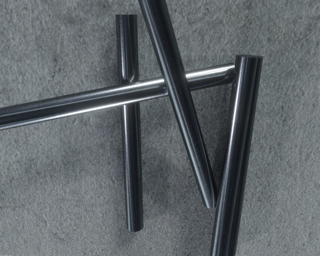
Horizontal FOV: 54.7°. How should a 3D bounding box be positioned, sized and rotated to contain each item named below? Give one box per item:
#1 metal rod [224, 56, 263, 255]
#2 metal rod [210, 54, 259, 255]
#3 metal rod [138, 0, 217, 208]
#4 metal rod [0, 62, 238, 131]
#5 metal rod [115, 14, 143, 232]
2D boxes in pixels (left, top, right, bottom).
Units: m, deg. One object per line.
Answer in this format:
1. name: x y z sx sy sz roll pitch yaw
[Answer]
1. metal rod: 0.109 0.052 0.430 0.025 0.025 0.298 1 110 -1
2. metal rod: 0.094 0.056 0.409 0.025 0.025 0.298 2 111 -1
3. metal rod: 0.033 -0.011 0.372 0.025 0.025 0.299 -16 123 5
4. metal rod: -0.054 -0.037 0.363 0.302 0.025 0.025 -13 110 -9
5. metal rod: -0.038 0.008 0.412 0.025 0.025 0.298 -1 110 0
